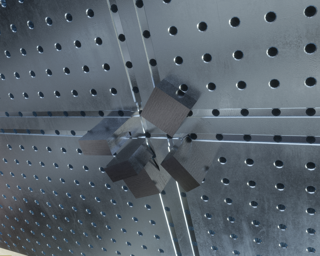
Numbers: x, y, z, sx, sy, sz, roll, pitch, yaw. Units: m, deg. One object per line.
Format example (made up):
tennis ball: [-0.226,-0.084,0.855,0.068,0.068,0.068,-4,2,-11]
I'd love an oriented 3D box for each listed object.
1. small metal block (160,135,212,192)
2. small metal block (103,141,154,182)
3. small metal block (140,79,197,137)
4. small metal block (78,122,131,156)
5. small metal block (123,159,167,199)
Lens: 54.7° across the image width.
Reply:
small metal block: [0.035,0.046,0.404,0.050,0.050,0.025,47,129,-5]
small metal block: [-0.045,0.048,0.447,0.050,0.050,0.025,-22,107,36]
small metal block: [0.010,-0.025,0.389,0.050,0.025,0.050,35,129,5]
small metal block: [-0.079,0.015,0.444,0.050,0.050,0.025,-2,117,29]
small metal block: [-0.026,0.076,0.470,0.050,0.025,0.050,-21,108,35]
